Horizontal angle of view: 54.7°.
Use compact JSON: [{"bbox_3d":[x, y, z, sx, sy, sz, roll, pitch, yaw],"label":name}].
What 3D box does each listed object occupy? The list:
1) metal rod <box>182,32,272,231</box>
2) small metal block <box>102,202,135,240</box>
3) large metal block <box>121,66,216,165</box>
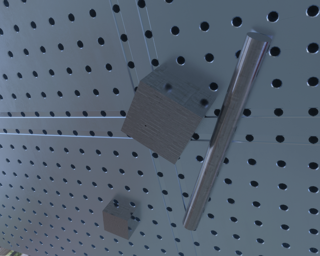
[{"bbox_3d":[0.072,0.029,0.390,0.025,0.025,0.298,23,127,14],"label":"metal rod"},{"bbox_3d":[-0.073,0.165,0.552,0.050,0.025,0.050,15,125,19],"label":"small metal block"},{"bbox_3d":[0.009,-0.015,0.381,0.080,0.050,0.079,32,129,7],"label":"large metal block"}]
